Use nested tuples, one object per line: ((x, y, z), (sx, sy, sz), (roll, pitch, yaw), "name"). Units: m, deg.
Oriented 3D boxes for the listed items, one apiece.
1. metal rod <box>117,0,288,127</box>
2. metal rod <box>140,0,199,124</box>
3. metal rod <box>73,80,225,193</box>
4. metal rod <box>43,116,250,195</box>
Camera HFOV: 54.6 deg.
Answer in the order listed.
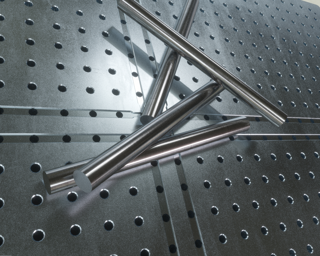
((0.065, -0.100, 0.468), (0.301, 0.025, 0.025), (36, 51, -2), "metal rod")
((0.024, -0.123, 0.494), (0.025, 0.025, 0.300), (27, 52, -11), "metal rod")
((0.013, -0.012, 0.399), (0.025, 0.025, 0.302), (49, 45, 6), "metal rod")
((0.008, 0.024, 0.396), (0.302, 0.025, 0.025), (-14, 69, -34), "metal rod")
